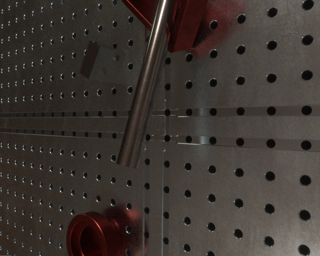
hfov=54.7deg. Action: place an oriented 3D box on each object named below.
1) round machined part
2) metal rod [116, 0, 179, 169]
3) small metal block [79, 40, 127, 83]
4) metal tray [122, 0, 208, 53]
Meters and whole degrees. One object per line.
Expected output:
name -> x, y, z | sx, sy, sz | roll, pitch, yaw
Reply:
round machined part -> -0.098, 0.177, 0.476 | 0.098, 0.042, 0.097 | 0, 90, 39
metal rod -> -0.001, -0.101, 0.365 | 0.025, 0.025, 0.299 | 9, 82, 39
small metal block -> -0.084, -0.097, 0.460 | 0.025, 0.050, 0.050 | 37, 113, 33
metal tray -> 0.001, -0.166, 0.379 | 0.130, 0.030, 0.089 | 52, 147, 26
